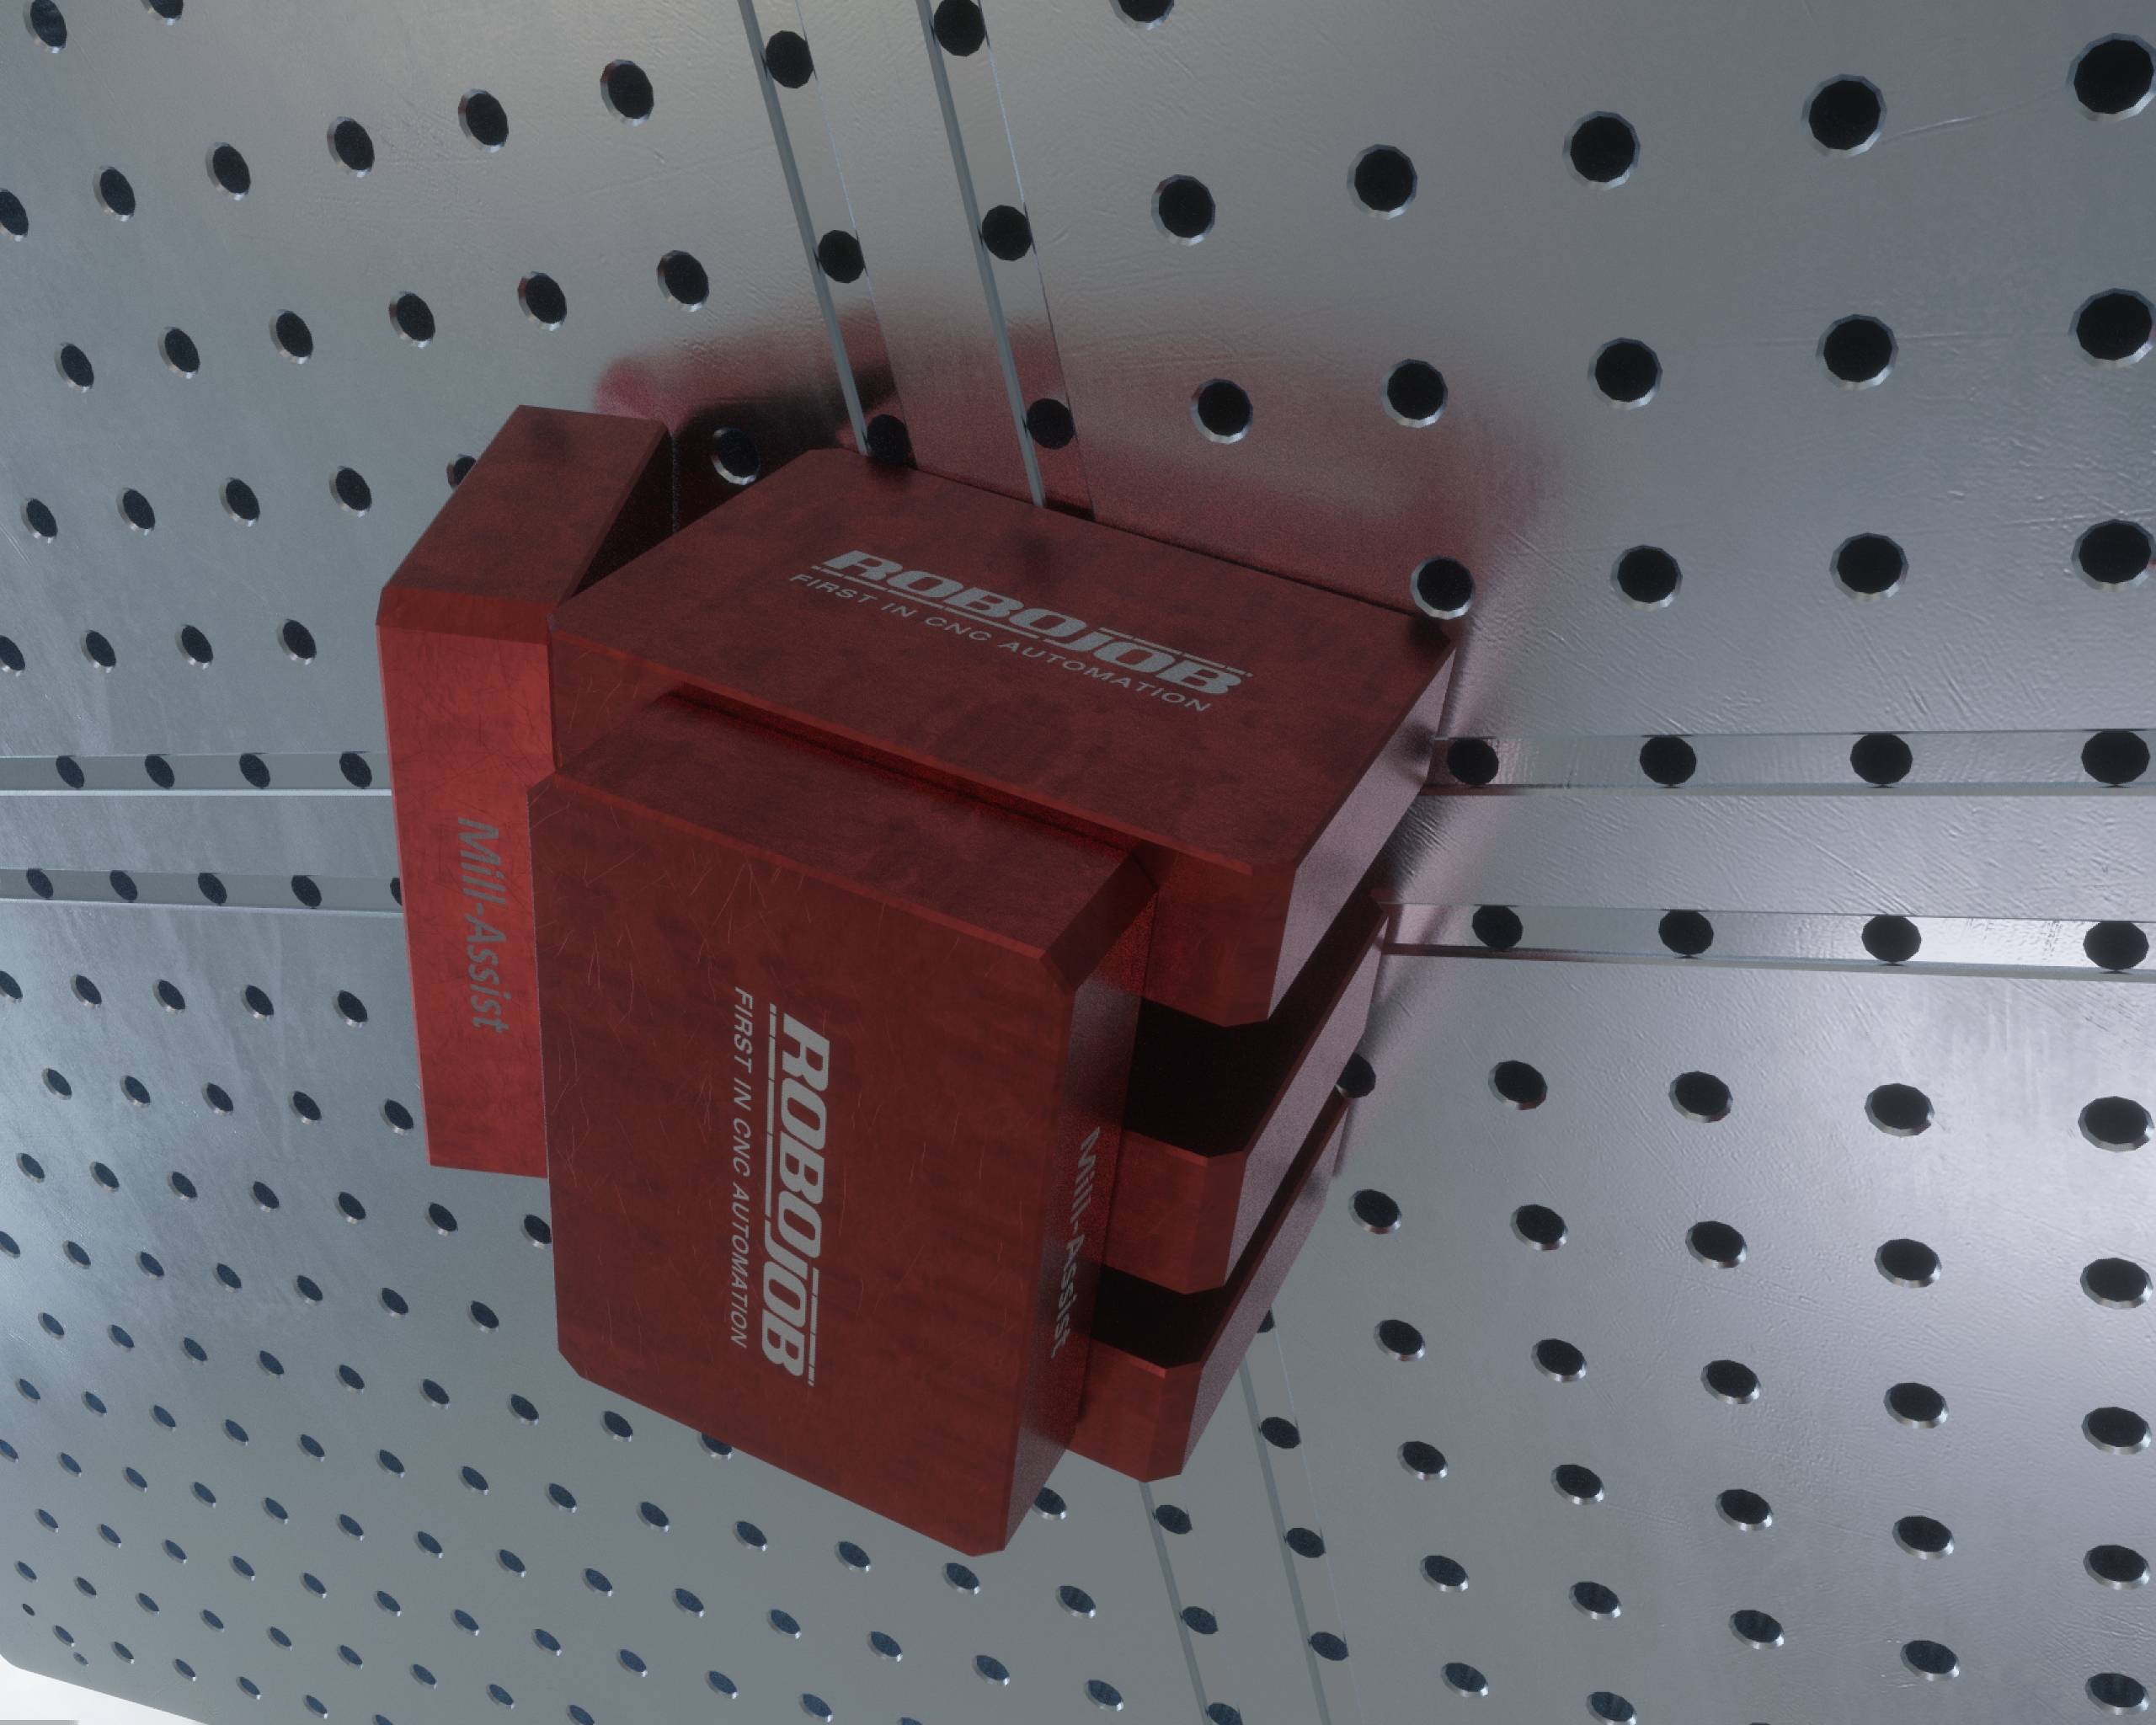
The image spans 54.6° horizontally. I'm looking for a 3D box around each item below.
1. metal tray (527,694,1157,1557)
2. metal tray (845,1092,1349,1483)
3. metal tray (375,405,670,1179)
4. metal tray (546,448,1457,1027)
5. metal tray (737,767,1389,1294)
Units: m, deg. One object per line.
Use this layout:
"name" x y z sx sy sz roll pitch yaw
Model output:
"metal tray" -0.041 0.046 0.341 0.090 0.030 0.129 19 126 17
"metal tray" -0.022 0.059 0.418 0.130 0.090 0.030 19 126 16
"metal tray" -0.104 -0.013 0.413 0.030 0.090 0.129 7 124 -1
"metal tray" -0.012 -0.027 0.358 0.130 0.090 0.030 19 126 17
"metal tray" -0.018 0.022 0.391 0.130 0.090 0.030 18 124 16
